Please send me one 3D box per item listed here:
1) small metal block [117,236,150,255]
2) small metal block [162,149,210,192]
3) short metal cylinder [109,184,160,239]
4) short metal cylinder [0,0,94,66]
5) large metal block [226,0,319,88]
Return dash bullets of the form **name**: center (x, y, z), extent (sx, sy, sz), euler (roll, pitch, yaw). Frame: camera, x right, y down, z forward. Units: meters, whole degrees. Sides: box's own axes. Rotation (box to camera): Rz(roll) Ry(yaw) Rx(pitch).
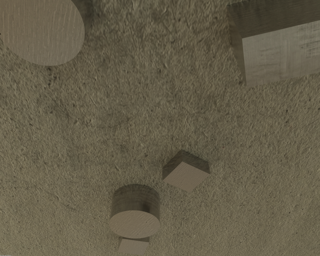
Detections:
- **small metal block**: center (-0.050, 0.216, 0.591), extent (0.050, 0.025, 0.050), euler (12, 129, -10)
- **small metal block**: center (0.038, 0.065, 0.463), extent (0.050, 0.025, 0.050), euler (27, 125, -21)
- **short metal cylinder**: center (-0.040, 0.137, 0.507), extent (0.081, 0.050, 0.079), euler (0, 130, 0)
- **short metal cylinder**: center (-0.109, -0.108, 0.298), extent (0.081, 0.050, 0.079), euler (0, 130, 0)
- **large metal block**: center (0.113, -0.089, 0.296), extent (0.080, 0.080, 0.050), euler (-11, 129, 9)
